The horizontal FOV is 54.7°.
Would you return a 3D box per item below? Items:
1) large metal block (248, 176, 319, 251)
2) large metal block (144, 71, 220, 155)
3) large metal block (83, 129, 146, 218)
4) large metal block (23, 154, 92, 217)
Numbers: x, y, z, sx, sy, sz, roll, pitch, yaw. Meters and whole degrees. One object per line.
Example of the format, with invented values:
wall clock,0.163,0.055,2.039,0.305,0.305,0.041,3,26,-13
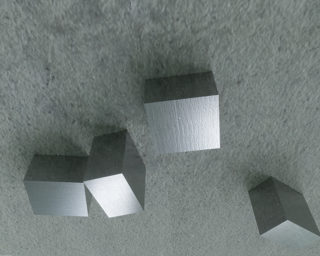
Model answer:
large metal block,0.195,0.135,0.489,0.080,0.080,0.050,29,124,-23
large metal block,0.028,-0.017,0.377,0.080,0.050,0.080,-6,130,5
large metal block,-0.057,0.062,0.423,0.050,0.080,0.080,-13,129,10
large metal block,-0.147,0.087,0.462,0.081,0.050,0.079,3,130,-3
